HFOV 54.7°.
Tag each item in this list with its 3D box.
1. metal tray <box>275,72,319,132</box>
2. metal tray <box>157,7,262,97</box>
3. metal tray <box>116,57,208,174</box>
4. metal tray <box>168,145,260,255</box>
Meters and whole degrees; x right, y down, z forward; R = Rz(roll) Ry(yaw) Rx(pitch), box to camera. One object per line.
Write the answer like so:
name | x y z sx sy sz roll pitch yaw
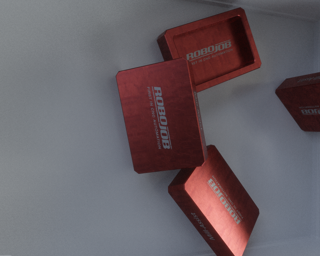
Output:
metal tray | 0.241 -0.036 0.446 0.030 0.130 0.090 -45 104 -15
metal tray | 0.071 -0.106 0.435 0.131 0.030 0.090 -23 98 -19
metal tray | 0.003 -0.014 0.385 0.090 0.030 0.129 -9 94 15
metal tray | 0.077 0.099 0.418 0.130 0.030 0.090 54 48 -12
